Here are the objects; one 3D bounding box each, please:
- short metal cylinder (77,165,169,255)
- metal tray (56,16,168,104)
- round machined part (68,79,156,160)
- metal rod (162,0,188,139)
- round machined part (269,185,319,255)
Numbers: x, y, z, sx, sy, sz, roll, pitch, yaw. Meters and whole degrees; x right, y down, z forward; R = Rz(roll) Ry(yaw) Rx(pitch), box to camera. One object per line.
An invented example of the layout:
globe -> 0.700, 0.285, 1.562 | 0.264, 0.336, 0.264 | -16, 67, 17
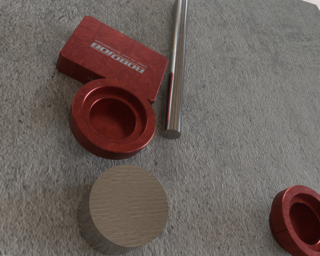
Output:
short metal cylinder -> -0.039, 0.084, 0.317 | 0.081, 0.050, 0.080 | 14, 56, -21
metal tray -> -0.060, -0.088, 0.423 | 0.131, 0.030, 0.090 | 26, 52, -13
round machined part -> -0.058, -0.007, 0.367 | 0.099, 0.042, 0.098 | 14, 56, -21
metal rod -> 0.028, -0.115, 0.491 | 0.025, 0.025, 0.300 | 19, 54, -18
round machined part -> 0.188, 0.130, 0.417 | 0.099, 0.042, 0.098 | 14, 56, -21
